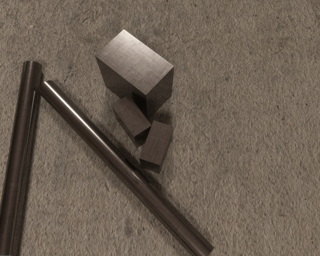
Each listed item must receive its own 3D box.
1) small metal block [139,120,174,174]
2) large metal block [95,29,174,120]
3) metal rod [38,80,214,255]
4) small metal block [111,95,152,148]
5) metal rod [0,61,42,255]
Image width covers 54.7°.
[{"bbox_3d":[-0.004,0.025,0.386,0.025,0.050,0.050,18,71,6],"label":"small metal block"},{"bbox_3d":[-0.030,-0.066,0.403,0.080,0.080,0.050,39,75,12],"label":"large metal block"},{"bbox_3d":[-0.052,0.045,0.391,0.025,0.025,0.300,-43,76,-14],"label":"metal rod"},{"bbox_3d":[-0.035,-0.007,0.397,0.025,0.050,0.050,-34,74,-11],"label":"small metal block"},{"bbox_3d":[-0.178,0.052,0.386,0.025,0.025,0.299,0,70,-1],"label":"metal rod"}]
